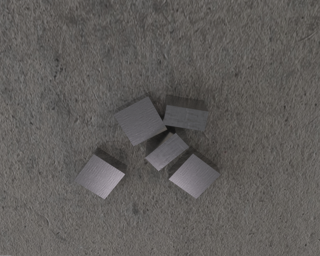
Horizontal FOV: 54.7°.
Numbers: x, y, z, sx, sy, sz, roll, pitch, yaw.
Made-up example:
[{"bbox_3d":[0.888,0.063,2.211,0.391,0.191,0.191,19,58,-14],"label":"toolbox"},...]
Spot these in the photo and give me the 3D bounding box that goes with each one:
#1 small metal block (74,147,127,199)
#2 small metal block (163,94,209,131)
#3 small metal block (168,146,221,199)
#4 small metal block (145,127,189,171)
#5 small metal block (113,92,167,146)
[{"bbox_3d":[-0.082,0.063,0.432,0.050,0.025,0.050,35,106,-12],"label":"small metal block"},{"bbox_3d":[0.031,-0.020,0.389,0.050,0.050,0.025,9,110,-4],"label":"small metal block"},{"bbox_3d":[0.047,0.062,0.433,0.050,0.025,0.050,37,106,-13],"label":"small metal block"},{"bbox_3d":[0.009,0.021,0.404,0.050,0.050,0.025,-40,106,13],"label":"small metal block"},{"bbox_3d":[-0.025,-0.012,0.405,0.050,0.025,0.050,-27,108,9],"label":"small metal block"}]
